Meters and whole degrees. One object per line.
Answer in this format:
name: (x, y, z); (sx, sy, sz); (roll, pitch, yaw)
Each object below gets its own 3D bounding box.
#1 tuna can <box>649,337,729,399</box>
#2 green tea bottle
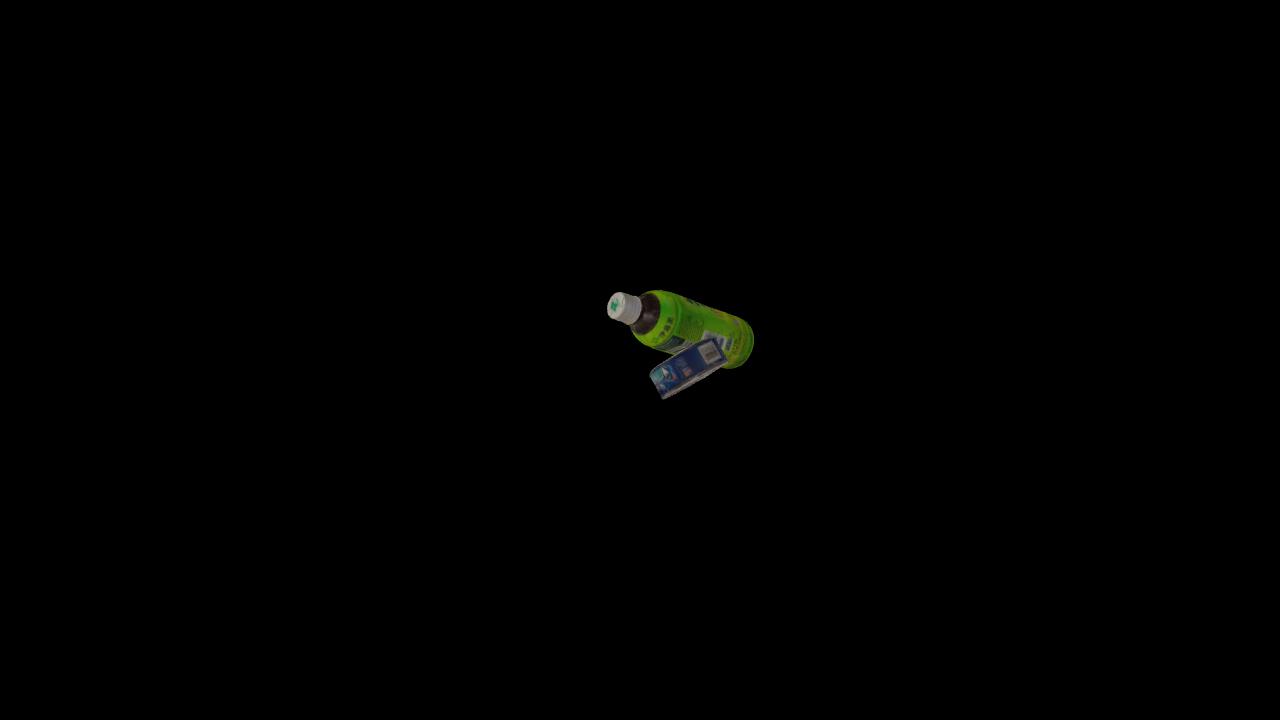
tuna can: (0.053, 0.008, 0.668); (0.084, 0.034, 0.084); (-29, -6, -3)
green tea bottle: (0.050, -0.040, 0.735); (0.073, 0.073, 0.212); (0, -11, 45)
